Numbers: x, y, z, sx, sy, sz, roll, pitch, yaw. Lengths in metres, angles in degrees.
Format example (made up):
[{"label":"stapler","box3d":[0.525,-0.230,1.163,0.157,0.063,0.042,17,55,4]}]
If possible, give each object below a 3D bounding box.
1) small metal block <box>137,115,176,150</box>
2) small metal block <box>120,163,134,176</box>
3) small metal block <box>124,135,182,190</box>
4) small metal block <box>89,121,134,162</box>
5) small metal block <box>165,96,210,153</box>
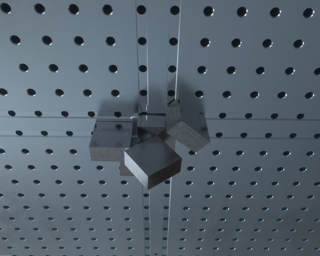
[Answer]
[{"label":"small metal block","box3d":[-0.004,0.009,0.419,0.050,0.025,0.050,0,130,-2]},{"label":"small metal block","box3d":[-0.027,0.048,0.432,0.050,0.050,0.025,1,99,-1]},{"label":"small metal block","box3d":[-0.009,0.042,0.384,0.050,0.050,0.025,-25,138,-29]},{"label":"small metal block","box3d":[-0.062,0.017,0.409,0.050,0.050,0.025,2,131,-1]},{"label":"small metal block","box3d":[0.034,-0.005,0.391,0.050,0.050,0.025,35,121,-26]}]
